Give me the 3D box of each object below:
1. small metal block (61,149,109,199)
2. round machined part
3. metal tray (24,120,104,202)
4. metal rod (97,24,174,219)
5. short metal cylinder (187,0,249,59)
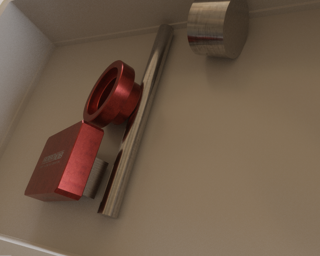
[{"bbox_3d":[-0.102,0.059,0.401,0.025,0.050,0.050,-14,51,55],"label":"small metal block"},{"bbox_3d":[-0.064,-0.043,0.437,0.098,0.042,0.098,-38,36,35],"label":"round machined part"},{"bbox_3d":[-0.128,0.047,0.403,0.130,0.030,0.090,-18,50,51],"label":"metal tray"},{"bbox_3d":[-0.027,-0.026,0.433,0.025,0.025,0.300,2,62,29],"label":"metal rod"},{"bbox_3d":[0.079,-0.135,0.411,0.050,0.080,0.080,15,69,34],"label":"short metal cylinder"}]
